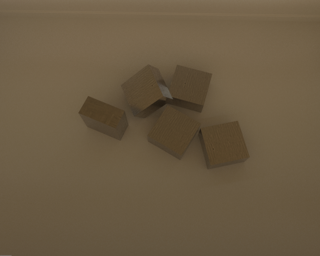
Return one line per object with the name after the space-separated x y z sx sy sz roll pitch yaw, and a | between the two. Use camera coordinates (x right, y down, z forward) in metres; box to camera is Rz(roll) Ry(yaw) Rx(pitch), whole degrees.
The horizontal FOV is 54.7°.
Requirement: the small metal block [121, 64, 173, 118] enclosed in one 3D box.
-0.018 -0.048 0.414 0.050 0.025 0.050 -33 70 24 | small metal block

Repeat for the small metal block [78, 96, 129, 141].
-0.071 -0.011 0.400 0.050 0.050 0.025 22 72 7 | small metal block

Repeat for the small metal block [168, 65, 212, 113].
0.041 -0.054 0.430 0.050 0.025 0.050 16 71 5 | small metal block

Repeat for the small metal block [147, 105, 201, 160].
0.018 0.006 0.408 0.050 0.025 0.050 30 73 10 | small metal block

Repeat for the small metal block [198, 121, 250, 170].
0.082 0.022 0.403 0.050 0.025 0.050 -11 71 -5 | small metal block
